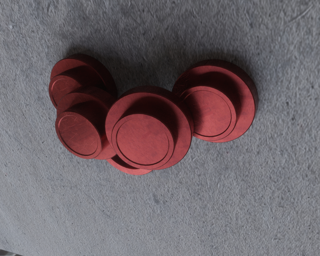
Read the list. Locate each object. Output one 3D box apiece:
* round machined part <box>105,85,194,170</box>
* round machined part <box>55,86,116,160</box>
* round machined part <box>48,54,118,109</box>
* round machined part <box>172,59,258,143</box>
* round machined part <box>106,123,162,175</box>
[{"bbox_3d":[-0.014,0.006,0.340,0.098,0.042,0.097,5,117,10],"label":"round machined part"},{"bbox_3d":[-0.090,0.000,0.388,0.098,0.042,0.097,13,124,20],"label":"round machined part"},{"bbox_3d":[-0.111,-0.048,0.423,0.098,0.042,0.097,13,124,20],"label":"round machined part"},{"bbox_3d":[0.057,-0.024,0.350,0.098,0.042,0.097,13,124,20],"label":"round machined part"},{"bbox_3d":[-0.036,0.013,0.423,0.098,0.042,0.097,13,124,20],"label":"round machined part"}]
